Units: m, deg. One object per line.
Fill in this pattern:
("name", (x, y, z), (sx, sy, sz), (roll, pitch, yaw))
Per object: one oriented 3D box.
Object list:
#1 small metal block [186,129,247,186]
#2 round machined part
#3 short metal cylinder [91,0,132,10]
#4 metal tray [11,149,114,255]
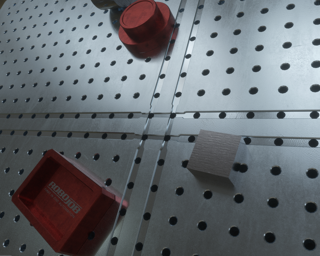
("small metal block", (0.065, 0.033, 0.354), (0.050, 0.025, 0.050), (10, 67, 32))
("round machined part", (-0.028, -0.178, 0.522), (0.098, 0.042, 0.098), (-13, 56, 21))
("short metal cylinder", (-0.093, -0.269, 0.587), (0.050, 0.080, 0.080), (6, 65, 31))
("metal tray", (-0.134, 0.094, 0.417), (0.130, 0.030, 0.090), (27, 76, 37))
